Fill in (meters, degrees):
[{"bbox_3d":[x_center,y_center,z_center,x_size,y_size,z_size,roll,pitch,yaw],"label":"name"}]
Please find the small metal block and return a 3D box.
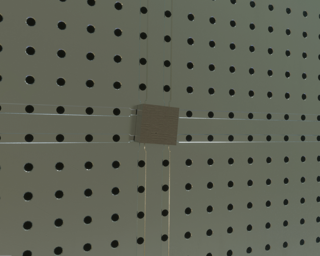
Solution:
[{"bbox_3d":[-0.004,-0.004,0.412,0.050,0.025,0.050,5,88,-20],"label":"small metal block"}]
